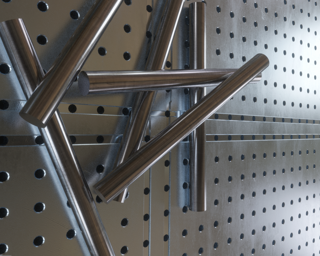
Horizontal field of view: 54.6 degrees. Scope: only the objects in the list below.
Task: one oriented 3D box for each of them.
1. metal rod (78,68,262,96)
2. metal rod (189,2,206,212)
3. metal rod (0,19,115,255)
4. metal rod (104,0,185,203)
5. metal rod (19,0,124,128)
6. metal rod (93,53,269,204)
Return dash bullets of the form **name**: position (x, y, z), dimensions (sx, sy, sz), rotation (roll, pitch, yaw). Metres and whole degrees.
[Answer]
- **metal rod**: position (0.039, -0.065, 0.406), dimensions (0.302, 0.025, 0.025), rotation (-10, 97, -39)
- **metal rod**: position (0.055, -0.030, 0.453), dimensions (0.025, 0.025, 0.298), rotation (0, 90, -40)
- **metal rod**: position (-0.098, 0.040, 0.326), dimensions (0.025, 0.025, 0.299), rotation (-28, 108, -36)
- **metal rod**: position (-0.013, -0.056, 0.396), dimensions (0.025, 0.025, 0.299), rotation (26, 74, -37)
- **metal rod**: position (-0.060, -0.132, 0.339), dimensions (0.025, 0.025, 0.300), rotation (41, 60, -33)
- **metal rod**: position (0.043, -0.014, 0.393), dimensions (0.301, 0.025, 0.025), rotation (-39, 114, -25)
